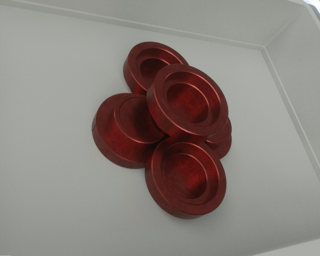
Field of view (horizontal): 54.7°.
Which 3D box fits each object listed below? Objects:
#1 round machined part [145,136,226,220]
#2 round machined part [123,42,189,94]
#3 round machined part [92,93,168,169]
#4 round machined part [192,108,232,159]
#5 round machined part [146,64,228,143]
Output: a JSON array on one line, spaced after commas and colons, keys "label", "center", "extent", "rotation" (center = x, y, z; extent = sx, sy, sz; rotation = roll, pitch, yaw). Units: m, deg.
[{"label": "round machined part", "center": [0.027, 0.061, 0.371], "extent": [0.099, 0.042, 0.098], "rotation": [14, 56, -21]}, {"label": "round machined part", "center": [-0.005, -0.069, 0.433], "extent": [0.099, 0.042, 0.098], "rotation": [14, 56, -21]}, {"label": "round machined part", "center": [-0.030, -0.003, 0.380], "extent": [0.099, 0.042, 0.098], "rotation": [14, 56, -21]}, {"label": "round machined part", "center": [0.059, 0.000, 0.425], "extent": [0.099, 0.042, 0.098], "rotation": [14, 56, -21]}, {"label": "round machined part", "center": [0.029, -0.025, 0.371], "extent": [0.099, 0.042, 0.098], "rotation": [14, 56, -21]}]
